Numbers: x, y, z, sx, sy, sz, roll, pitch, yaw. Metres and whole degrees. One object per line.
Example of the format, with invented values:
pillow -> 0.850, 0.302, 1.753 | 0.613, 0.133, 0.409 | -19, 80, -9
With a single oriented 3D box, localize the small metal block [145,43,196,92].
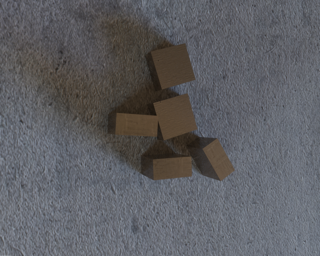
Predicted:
small metal block -> 0.014, -0.081, 0.414 | 0.050, 0.025, 0.050 | -19, 97, -19

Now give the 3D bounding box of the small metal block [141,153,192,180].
small metal block -> 0.007, 0.048, 0.398 | 0.050, 0.050, 0.025 | -2, 91, -20

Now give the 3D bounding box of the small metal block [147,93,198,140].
small metal block -> 0.017, -0.015, 0.415 | 0.050, 0.025, 0.050 | -18, 96, -19

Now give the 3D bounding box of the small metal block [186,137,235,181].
small metal block -> 0.067, 0.041, 0.421 | 0.025, 0.050, 0.050 | -34, 101, -17

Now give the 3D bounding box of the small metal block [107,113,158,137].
small metal block -> -0.035, -0.004, 0.383 | 0.050, 0.050, 0.025 | 3, 89, -20
